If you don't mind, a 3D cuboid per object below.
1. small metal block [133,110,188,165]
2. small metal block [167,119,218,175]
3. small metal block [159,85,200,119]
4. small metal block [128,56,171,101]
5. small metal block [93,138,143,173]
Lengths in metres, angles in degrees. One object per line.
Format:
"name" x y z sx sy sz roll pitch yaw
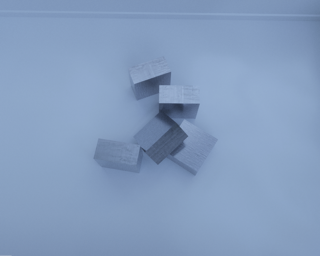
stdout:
"small metal block" 0.000 0.011 0.385 0.050 0.050 0.025 -43 119 -1
"small metal block" 0.039 0.025 0.401 0.050 0.025 0.050 32 73 11
"small metal block" 0.024 -0.033 0.408 0.050 0.050 0.025 1 70 0
"small metal block" -0.014 -0.066 0.420 0.050 0.050 0.025 -20 72 -7
"small metal block" -0.050 0.035 0.383 0.050 0.050 0.025 9 72 3
